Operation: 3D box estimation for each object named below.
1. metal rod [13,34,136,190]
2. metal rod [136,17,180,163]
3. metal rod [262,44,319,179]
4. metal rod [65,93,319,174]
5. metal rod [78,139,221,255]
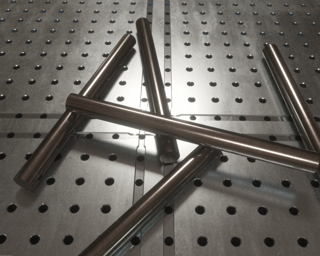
[{"bbox_3d":[-0.104,-0.044,0.443,0.025,0.025,0.301,16,52,12],"label":"metal rod"},{"bbox_3d":[-0.010,-0.078,0.472,0.025,0.025,0.300,-6,50,-6],"label":"metal rod"},{"bbox_3d":[0.194,-0.016,0.423,0.025,0.025,0.300,-3,50,-3],"label":"metal rod"},{"bbox_3d":[0.028,0.003,0.371,0.301,0.025,0.025,14,51,11],"label":"metal rod"},{"bbox_3d":[-0.030,0.099,0.323,0.025,0.025,0.302,36,58,26],"label":"metal rod"}]
